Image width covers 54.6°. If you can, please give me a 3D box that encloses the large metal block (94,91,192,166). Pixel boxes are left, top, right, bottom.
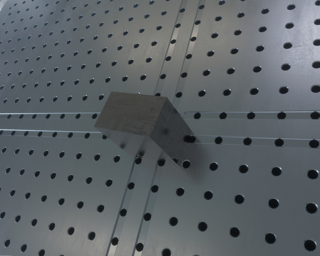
[{"bbox_3d":[-0.018,0.001,0.383,0.080,0.080,0.050,9,67,32],"label":"large metal block"}]
